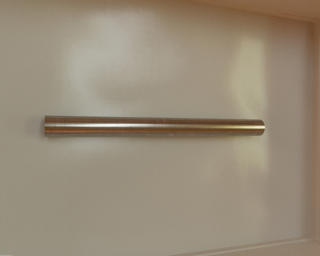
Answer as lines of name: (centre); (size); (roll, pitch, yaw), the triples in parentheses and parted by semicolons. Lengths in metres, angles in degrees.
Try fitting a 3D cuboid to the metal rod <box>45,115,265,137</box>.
metal rod: (0.008, -0.001, 0.412); (0.303, 0.025, 0.025); (0, 90, -21)
